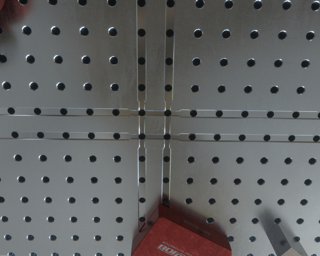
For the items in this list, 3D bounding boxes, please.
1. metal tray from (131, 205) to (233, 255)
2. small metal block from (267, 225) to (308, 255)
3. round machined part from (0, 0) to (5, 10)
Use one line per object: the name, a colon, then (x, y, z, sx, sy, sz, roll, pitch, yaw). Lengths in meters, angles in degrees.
metal tray: (0.033, 0.186, 0.480, 0.131, 0.030, 0.090, 30, 107, -11)
small metal block: (0.197, 0.185, 0.471, 0.050, 0.050, 0.025, 39, 105, -13)
round machined part: (-0.217, -0.153, 0.317, 0.099, 0.042, 0.098, 4, 71, -11)
